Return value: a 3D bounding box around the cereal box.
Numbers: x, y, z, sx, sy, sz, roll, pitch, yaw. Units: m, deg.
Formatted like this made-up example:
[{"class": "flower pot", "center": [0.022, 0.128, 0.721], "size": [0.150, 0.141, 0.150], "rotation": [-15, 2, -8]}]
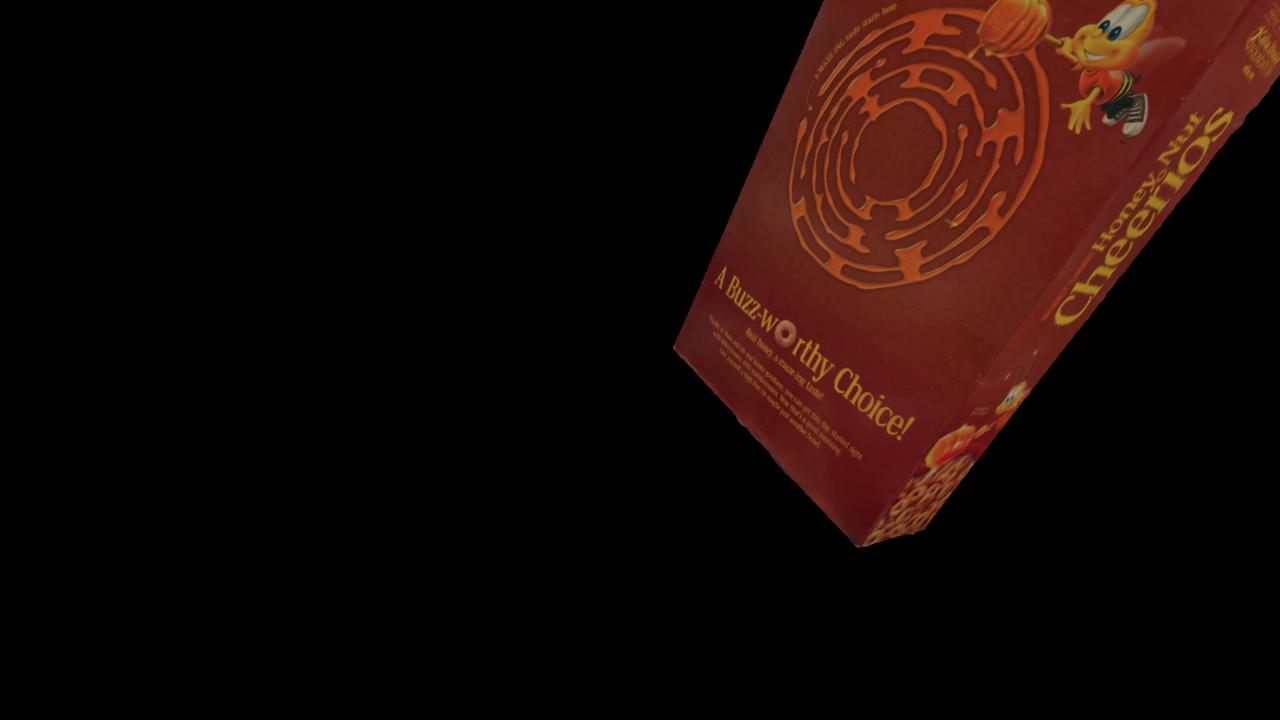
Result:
[{"class": "cereal box", "center": [0.149, -0.076, 0.351], "size": [0.081, 0.306, 0.203], "rotation": [1, 33, -36]}]
